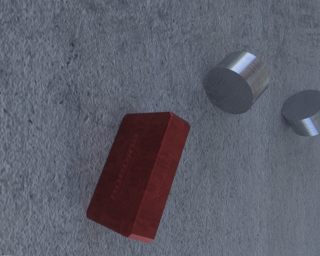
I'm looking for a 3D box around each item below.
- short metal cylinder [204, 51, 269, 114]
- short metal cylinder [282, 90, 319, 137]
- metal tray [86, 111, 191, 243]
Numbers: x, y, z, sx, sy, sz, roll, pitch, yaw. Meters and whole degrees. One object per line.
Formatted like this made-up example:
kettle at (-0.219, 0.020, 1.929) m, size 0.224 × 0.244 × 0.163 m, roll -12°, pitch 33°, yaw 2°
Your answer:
short metal cylinder at (0.114, -0.067, 0.464) m, size 0.050 × 0.080 × 0.080 m, roll -44°, pitch 117°, yaw -31°
short metal cylinder at (0.291, -0.030, 0.613) m, size 0.050 × 0.080 × 0.080 m, roll 47°, pitch 62°, yaw -30°
metal tray at (-0.025, 0.047, 0.341) m, size 0.030 × 0.090 × 0.130 m, roll 31°, pitch 71°, yaw -36°
